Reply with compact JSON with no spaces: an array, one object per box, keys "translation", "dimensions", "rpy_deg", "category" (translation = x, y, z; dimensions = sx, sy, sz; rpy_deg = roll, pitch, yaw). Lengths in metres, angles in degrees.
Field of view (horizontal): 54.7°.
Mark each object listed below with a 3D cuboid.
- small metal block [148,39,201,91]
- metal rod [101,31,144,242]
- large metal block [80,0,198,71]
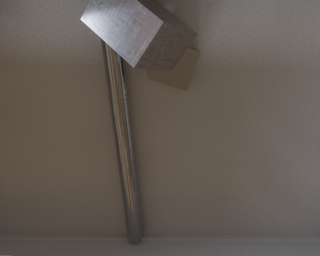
[{"translation":[0.017,-0.079,0.383],"dimensions":[0.050,0.025,0.050],"rpy_deg":[17,109,-7],"category":"small metal block"},{"translation":[-0.048,0.025,0.419],"dimensions":[0.025,0.025,0.298],"rpy_deg":[-4,110,1],"category":"metal rod"},{"translation":[-0.019,-0.106,0.324],"dimensions":[0.080,0.080,0.050],"rpy_deg":[44,115,16],"category":"large metal block"}]
